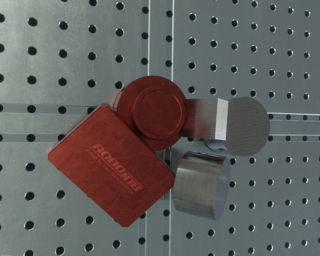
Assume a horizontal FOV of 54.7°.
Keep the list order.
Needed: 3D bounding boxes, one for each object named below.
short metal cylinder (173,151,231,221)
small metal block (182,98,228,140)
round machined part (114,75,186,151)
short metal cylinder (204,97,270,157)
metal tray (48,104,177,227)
[{"bbox_3d":[0.056,0.072,0.394,0.050,0.080,0.080,8,87,23],"label":"short metal cylinder"},{"bbox_3d":[0.057,-0.011,0.397,0.025,0.050,0.050,8,86,-48],"label":"small metal block"},{"bbox_3d":[-0.007,-0.019,0.397,0.099,0.042,0.097,0,90,-20],"label":"round machined part"},{"bbox_3d":[0.105,-0.002,0.434,0.081,0.050,0.079,0,90,-20],"label":"short metal cylinder"},{"bbox_3d":[-0.054,0.045,0.374,0.090,0.030,0.130,-43,105,1],"label":"metal tray"}]
